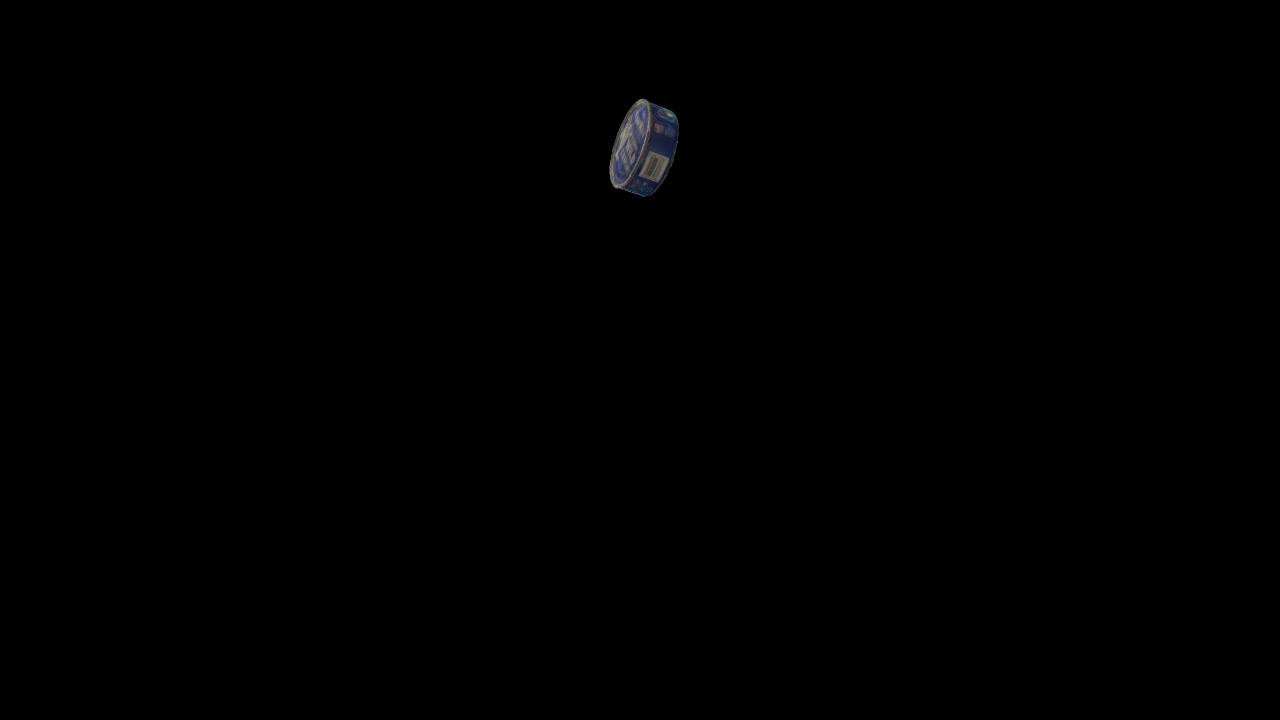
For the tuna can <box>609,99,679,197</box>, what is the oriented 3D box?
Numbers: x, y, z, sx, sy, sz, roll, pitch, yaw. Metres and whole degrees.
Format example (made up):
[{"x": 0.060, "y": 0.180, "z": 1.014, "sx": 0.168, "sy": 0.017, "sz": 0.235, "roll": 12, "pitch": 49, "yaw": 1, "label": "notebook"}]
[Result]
[{"x": 0.003, "y": -0.200, "z": 0.584, "sx": 0.034, "sy": 0.084, "sz": 0.084, "roll": 12, "pitch": -5, "yaw": -24, "label": "tuna can"}]
